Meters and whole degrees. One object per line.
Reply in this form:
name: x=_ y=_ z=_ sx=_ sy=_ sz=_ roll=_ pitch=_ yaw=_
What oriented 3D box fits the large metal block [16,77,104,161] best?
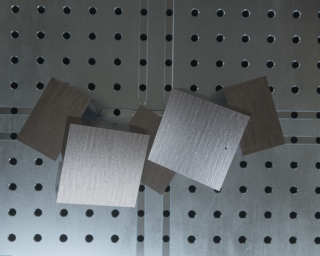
large metal block: x=-0.118 y=-0.010 z=0.384 sx=0.050 sy=0.080 sz=0.080 roll=30 pitch=90 yaw=-1

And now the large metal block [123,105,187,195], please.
large metal block: x=-0.010 y=0.026 z=0.400 sx=0.080 sy=0.050 sz=0.080 roll=32 pitch=90 yaw=-1

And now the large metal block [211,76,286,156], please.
large metal block: x=0.106 y=-0.014 z=0.387 sx=0.050 sy=0.080 sz=0.080 roll=-16 pitch=90 yaw=0

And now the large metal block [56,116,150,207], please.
large metal block: x=-0.064 y=0.036 z=0.334 sx=0.081 sy=0.050 sz=0.079 roll=9 pitch=97 yaw=-21

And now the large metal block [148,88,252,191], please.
large metal block: x=0.044 y=0.008 z=0.332 sx=0.080 sy=0.050 sz=0.079 roll=22 pitch=103 yaw=15
